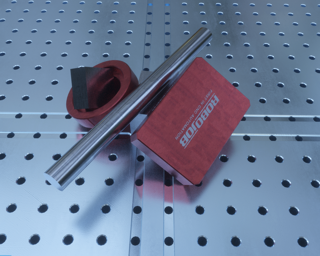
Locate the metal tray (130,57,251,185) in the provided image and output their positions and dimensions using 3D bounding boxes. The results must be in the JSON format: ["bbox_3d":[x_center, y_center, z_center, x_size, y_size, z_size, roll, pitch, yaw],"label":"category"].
[{"bbox_3d":[0.039,-0.009,0.369,0.090,0.030,0.130,40,70,-8],"label":"metal tray"}]

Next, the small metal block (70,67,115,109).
[{"bbox_3d":[-0.084,-0.051,0.397,0.025,0.050,0.050,-1,6,33],"label":"small metal block"}]

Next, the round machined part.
[{"bbox_3d":[-0.071,-0.040,0.412,0.098,0.042,0.098,-15,50,20],"label":"round machined part"}]

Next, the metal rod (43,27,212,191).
[{"bbox_3d":[-0.018,-0.043,0.378,0.025,0.025,0.301,28,55,21],"label":"metal rod"}]

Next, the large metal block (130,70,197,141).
[{"bbox_3d":[0.008,-0.028,0.415,0.080,0.050,0.080,7,50,5],"label":"large metal block"}]
